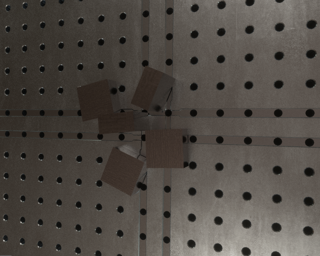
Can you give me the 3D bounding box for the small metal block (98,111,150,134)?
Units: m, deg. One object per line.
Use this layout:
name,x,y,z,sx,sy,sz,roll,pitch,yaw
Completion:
small metal block,-0.047,-0.006,0.415,0.050,0.050,0.025,-6,88,19

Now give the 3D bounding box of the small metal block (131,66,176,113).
small metal block,-0.008,-0.049,0.401,0.025,0.050,0.050,25,98,18

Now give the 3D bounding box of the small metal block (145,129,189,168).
small metal block,0.009,0.027,0.409,0.050,0.025,0.050,-2,89,19

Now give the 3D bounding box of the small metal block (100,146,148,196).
small metal block,-0.047,0.058,0.428,0.050,0.025,0.050,24,98,18

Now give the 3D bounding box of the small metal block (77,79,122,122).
small metal block,-0.086,-0.038,0.442,0.050,0.025,0.050,-12,86,19
